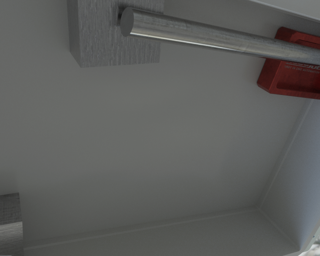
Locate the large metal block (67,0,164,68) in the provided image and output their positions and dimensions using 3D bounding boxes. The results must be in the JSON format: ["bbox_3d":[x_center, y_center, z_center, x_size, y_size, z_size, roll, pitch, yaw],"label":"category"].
[{"bbox_3d":[-0.044,-0.108,0.303,0.081,0.050,0.079,-9,123,-24],"label":"large metal block"}]

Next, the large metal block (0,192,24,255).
[{"bbox_3d":[-0.205,0.128,0.360,0.081,0.050,0.079,-4,120,-27],"label":"large metal block"}]

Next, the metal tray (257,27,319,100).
[{"bbox_3d":[0.219,-0.093,0.464,0.131,0.030,0.089,3,117,-26],"label":"metal tray"}]

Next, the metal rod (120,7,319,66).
[{"bbox_3d":[0.097,-0.095,0.351,0.303,0.025,0.025,-2,120,-34],"label":"metal rod"}]
